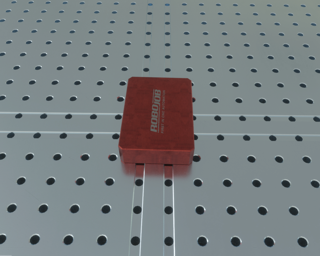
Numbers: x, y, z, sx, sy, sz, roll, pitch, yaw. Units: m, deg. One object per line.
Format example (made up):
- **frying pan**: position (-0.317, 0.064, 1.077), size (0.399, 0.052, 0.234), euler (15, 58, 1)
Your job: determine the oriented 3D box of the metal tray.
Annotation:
- **metal tray**: position (-0.002, -0.014, 0.415), size (0.091, 0.030, 0.130), euler (2, 50, 1)
